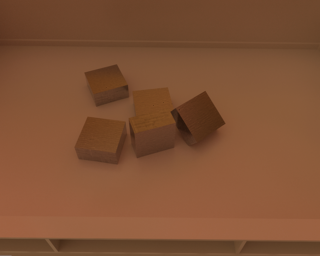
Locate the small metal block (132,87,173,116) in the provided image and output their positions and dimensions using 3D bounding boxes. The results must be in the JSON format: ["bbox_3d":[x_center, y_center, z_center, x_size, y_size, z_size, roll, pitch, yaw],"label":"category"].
[{"bbox_3d":[-0.010,-0.028,0.428,0.050,0.025,0.050,-7,50,-6],"label":"small metal block"}]

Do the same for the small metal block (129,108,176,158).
[{"bbox_3d":[-0.009,0.007,0.383,0.050,0.050,0.025,-15,52,-13],"label":"small metal block"}]

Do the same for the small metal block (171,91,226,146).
[{"bbox_3d":[0.048,-0.012,0.401,0.050,0.025,0.050,-31,90,-24],"label":"small metal block"}]

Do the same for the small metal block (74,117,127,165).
[{"bbox_3d":[-0.073,0.015,0.391,0.050,0.025,0.050,7,50,6],"label":"small metal block"}]

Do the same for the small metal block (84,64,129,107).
[{"bbox_3d":[-0.079,-0.064,0.458,0.050,0.025,0.050,-18,53,-15],"label":"small metal block"}]
